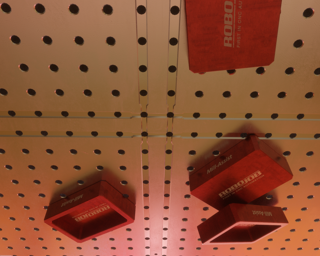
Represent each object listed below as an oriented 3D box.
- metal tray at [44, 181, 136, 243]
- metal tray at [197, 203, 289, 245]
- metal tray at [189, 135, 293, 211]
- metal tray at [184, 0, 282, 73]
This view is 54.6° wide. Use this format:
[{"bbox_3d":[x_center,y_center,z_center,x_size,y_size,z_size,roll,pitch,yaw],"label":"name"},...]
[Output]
[{"bbox_3d":[-0.119,0.147,0.532,0.130,0.030,0.090,-27,125,21],"label":"metal tray"},{"bbox_3d":[0.139,0.163,0.520,0.131,0.030,0.090,13,134,-34],"label":"metal tray"},{"bbox_3d":[0.120,0.076,0.474,0.090,0.030,0.130,35,122,-26],"label":"metal tray"},{"bbox_3d":[0.069,-0.121,0.305,0.090,0.030,0.129,-5,130,4],"label":"metal tray"}]
